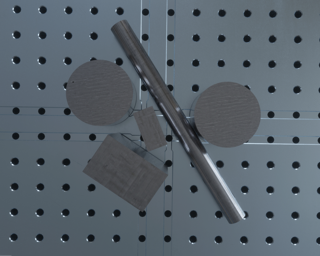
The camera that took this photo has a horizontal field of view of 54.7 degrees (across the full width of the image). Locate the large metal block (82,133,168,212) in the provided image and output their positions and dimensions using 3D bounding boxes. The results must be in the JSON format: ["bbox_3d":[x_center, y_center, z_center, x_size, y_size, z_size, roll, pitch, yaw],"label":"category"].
[{"bbox_3d":[-0.038,0.050,0.381,0.080,0.080,0.050,34,91,0],"label":"large metal block"}]

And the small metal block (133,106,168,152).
[{"bbox_3d":[-0.012,0.001,0.397,0.025,0.050,0.050,-21,90,0],"label":"small metal block"}]

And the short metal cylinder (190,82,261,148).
[{"bbox_3d":[0.081,-0.016,0.398,0.081,0.050,0.079,0,90,0],"label":"short metal cylinder"}]

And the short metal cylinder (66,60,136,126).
[{"bbox_3d":[-0.073,-0.042,0.396,0.081,0.050,0.079,0,90,0],"label":"short metal cylinder"}]

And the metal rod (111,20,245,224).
[{"bbox_3d":[0.024,-0.008,0.410,0.025,0.025,0.299,-31,90,0],"label":"metal rod"}]
